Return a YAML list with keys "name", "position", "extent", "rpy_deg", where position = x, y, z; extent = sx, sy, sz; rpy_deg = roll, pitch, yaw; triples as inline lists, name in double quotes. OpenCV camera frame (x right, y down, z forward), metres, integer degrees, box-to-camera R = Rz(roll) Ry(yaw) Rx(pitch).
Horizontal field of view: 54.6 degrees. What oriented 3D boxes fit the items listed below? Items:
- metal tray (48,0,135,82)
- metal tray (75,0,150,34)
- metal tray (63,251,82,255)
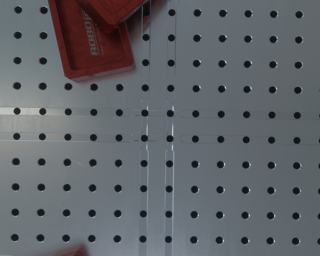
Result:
- name: "metal tray"
  position: [-0.090, -0.134, 0.410]
  extent: [0.090, 0.030, 0.129]
  rpy_deg: [-12, 90, 0]
- name: "metal tray"
  position: [-0.048, -0.192, 0.381]
  extent: [0.090, 0.030, 0.130]
  rpy_deg: [47, 71, -12]
- name: "metal tray"
  position: [-0.158, 0.229, 0.409]
  extent: [0.131, 0.030, 0.090]
  rpy_deg: [-17, 90, 0]
